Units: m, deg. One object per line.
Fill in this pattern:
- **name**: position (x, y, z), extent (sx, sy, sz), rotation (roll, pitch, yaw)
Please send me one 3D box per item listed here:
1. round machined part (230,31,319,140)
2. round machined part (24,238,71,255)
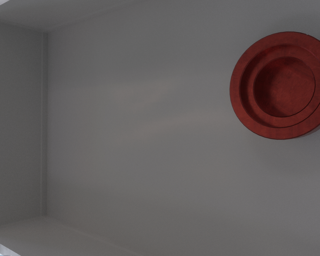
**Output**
- **round machined part**: position (0.121, -0.038, 0.296), extent (0.098, 0.042, 0.097), rotation (0, 90, 40)
- **round machined part**: position (-0.182, 0.229, 0.529), extent (0.098, 0.042, 0.097), rotation (26, 140, 25)
